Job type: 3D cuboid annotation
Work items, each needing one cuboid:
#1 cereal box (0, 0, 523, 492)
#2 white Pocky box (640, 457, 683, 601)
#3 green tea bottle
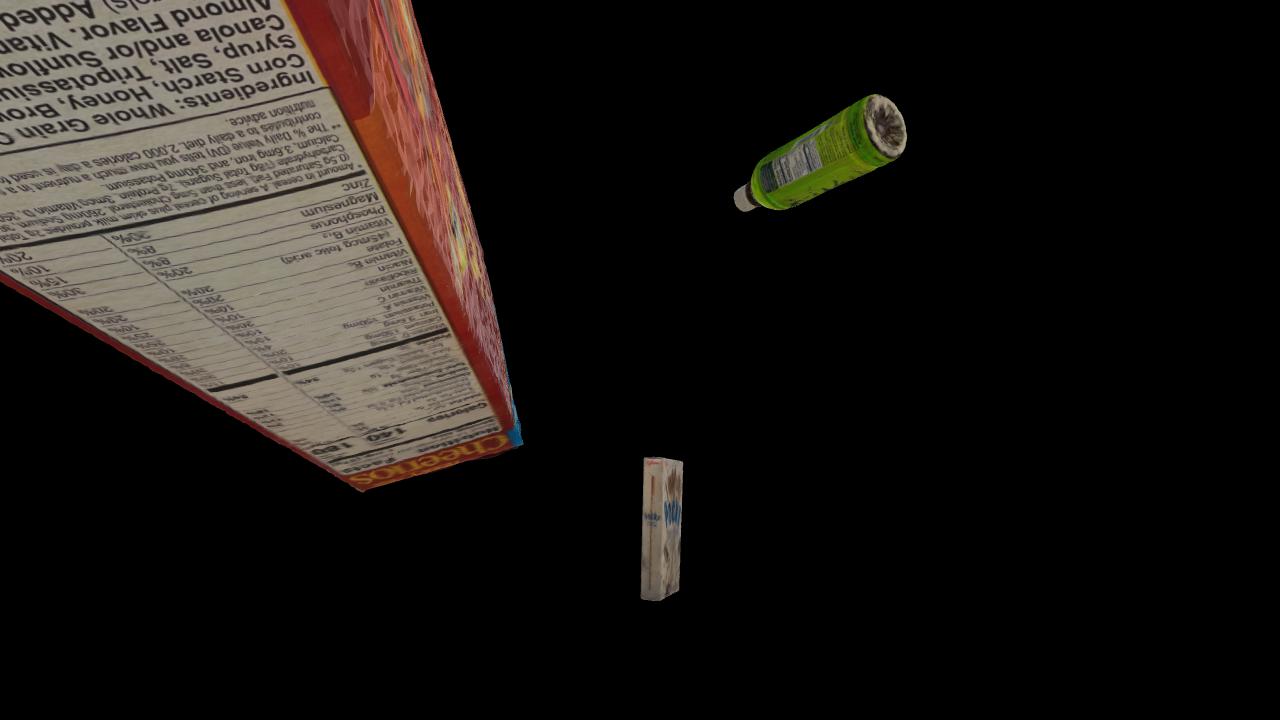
[{"bbox_3d":[-0.103,-0.101,0.156,0.081,0.203,0.306,-15,-22,-9],"label":"cereal box"},{"bbox_3d":[0.026,0.192,0.713,0.028,0.154,0.084,-2,-12,19],"label":"white Pocky box"},{"bbox_3d":[0.185,-0.216,0.686,0.073,0.073,0.212,0,-6,-34],"label":"green tea bottle"}]
